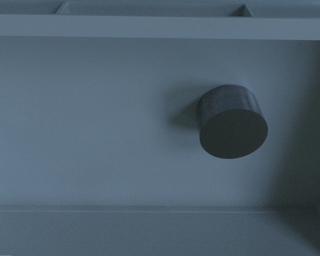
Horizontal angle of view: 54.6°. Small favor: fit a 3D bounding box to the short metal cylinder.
[{"bbox_3d":[0.087,-0.007,0.387,0.080,0.050,0.080,0,130,0],"label":"short metal cylinder"}]
